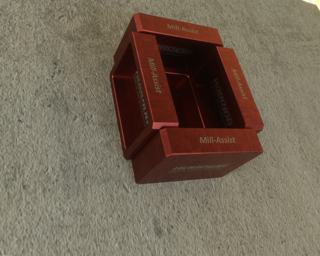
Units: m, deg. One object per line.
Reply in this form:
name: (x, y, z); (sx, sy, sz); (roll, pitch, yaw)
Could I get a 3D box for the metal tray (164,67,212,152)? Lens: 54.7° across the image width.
metal tray: (0.016, -0.023, 0.426); (0.091, 0.030, 0.130); (1, 61, -28)

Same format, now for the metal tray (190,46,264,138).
metal tray: (0.083, -0.036, 0.432); (0.030, 0.090, 0.130); (1, 61, -28)

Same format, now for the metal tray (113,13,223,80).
metal tray: (0.011, -0.107, 0.436); (0.131, 0.090, 0.030); (1, 62, -28)

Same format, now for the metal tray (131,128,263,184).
metal tray: (0.043, 0.034, 0.367); (0.131, 0.090, 0.030); (1, 62, -28)

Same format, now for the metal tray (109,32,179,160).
metal tray: (-0.025, -0.037, 0.374); (0.030, 0.090, 0.130); (1, 61, -28)
